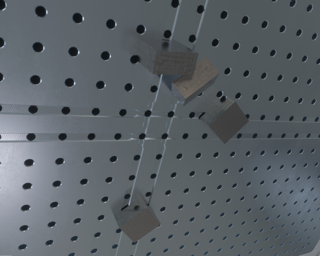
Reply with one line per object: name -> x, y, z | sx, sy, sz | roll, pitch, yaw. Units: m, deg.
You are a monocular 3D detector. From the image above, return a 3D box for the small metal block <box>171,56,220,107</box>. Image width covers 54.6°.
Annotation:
small metal block -> 0.042, -0.055, 0.381 | 0.050, 0.025, 0.050 | -37, 174, -3

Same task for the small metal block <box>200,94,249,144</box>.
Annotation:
small metal block -> 0.095, -0.012, 0.455 | 0.050, 0.025, 0.050 | -44, 129, 3

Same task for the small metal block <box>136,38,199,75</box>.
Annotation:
small metal block -> 0.007, -0.080, 0.348 | 0.050, 0.050, 0.025 | -3, 120, -27

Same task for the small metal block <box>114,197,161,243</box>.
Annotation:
small metal block -> -0.034, 0.143, 0.480 | 0.050, 0.025, 0.050 | -35, 129, -6
